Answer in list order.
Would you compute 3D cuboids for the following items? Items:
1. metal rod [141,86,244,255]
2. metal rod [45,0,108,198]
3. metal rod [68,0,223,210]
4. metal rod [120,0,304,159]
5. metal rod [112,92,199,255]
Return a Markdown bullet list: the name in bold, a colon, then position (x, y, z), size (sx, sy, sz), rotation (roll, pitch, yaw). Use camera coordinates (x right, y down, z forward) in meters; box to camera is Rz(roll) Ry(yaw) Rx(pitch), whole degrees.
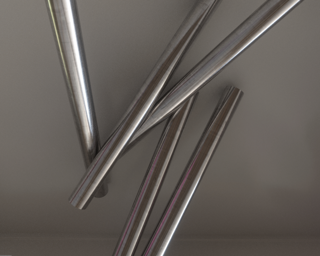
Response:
- **metal rod**: position (0.027, 0.084, 0.379), size (0.025, 0.025, 0.299), rotation (29, 83, -10)
- **metal rod**: position (-0.084, -0.017, 0.342), size (0.025, 0.025, 0.298), rotation (1, 134, -1)
- **metal rod**: position (-0.018, -0.033, 0.366), size (0.025, 0.025, 0.299), rotation (33, 94, -11)
- **metal rod**: position (0.031, -0.048, 0.361), size (0.025, 0.025, 0.299), rotation (43, 116, -14)
- **metal rod**: position (-0.018, 0.088, 0.377), size (0.025, 0.025, 0.299), rotation (23, 83, -8)
